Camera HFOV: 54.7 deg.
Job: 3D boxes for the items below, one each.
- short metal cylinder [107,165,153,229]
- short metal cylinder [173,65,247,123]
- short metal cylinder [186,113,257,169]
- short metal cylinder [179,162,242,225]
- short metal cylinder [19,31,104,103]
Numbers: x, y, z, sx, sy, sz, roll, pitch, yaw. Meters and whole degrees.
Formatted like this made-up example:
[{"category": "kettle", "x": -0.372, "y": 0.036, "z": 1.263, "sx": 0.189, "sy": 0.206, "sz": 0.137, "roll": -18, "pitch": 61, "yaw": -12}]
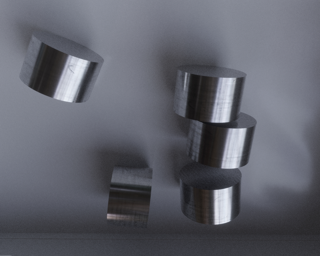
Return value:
[{"category": "short metal cylinder", "x": -0.039, "y": 0.091, "z": 0.415, "sx": 0.050, "sy": 0.080, "sz": 0.079, "roll": 6, "pitch": 110, "yaw": -3}, {"category": "short metal cylinder", "x": 0.058, "y": -0.043, "z": 0.367, "sx": 0.081, "sy": 0.080, "sz": 0.050, "roll": 4, "pitch": 110, "yaw": -2}, {"category": "short metal cylinder", "x": 0.075, "y": 0.010, "z": 0.387, "sx": 0.081, "sy": 0.080, "sz": 0.050, "roll": 4, "pitch": 110, "yaw": -2}, {"category": "short metal cylinder", "x": 0.067, "y": 0.083, "z": 0.414, "sx": 0.081, "sy": 0.080, "sz": 0.050, "roll": -3, "pitch": 110, "yaw": 1}, {"category": "short metal cylinder", "x": -0.111, "y": -0.070, "z": 0.355, "sx": 0.080, "sy": 0.080, "sz": 0.050, "roll": 23, "pitch": 108, "yaw": -9}]
